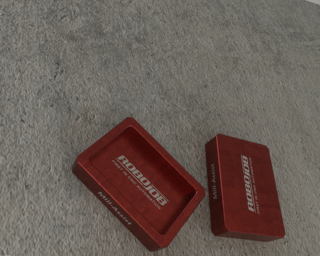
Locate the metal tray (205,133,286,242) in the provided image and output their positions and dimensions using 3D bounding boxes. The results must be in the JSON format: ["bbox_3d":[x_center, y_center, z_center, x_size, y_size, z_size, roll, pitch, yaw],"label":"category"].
[{"bbox_3d":[0.110,0.078,0.412,0.091,0.030,0.130,14,56,-21],"label":"metal tray"}]

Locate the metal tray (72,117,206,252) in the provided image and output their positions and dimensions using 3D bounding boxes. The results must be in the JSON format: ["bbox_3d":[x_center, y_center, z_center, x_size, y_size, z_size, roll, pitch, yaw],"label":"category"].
[{"bbox_3d":[-0.021,0.060,0.351,0.130,0.030,0.090,45,51,3],"label":"metal tray"}]
